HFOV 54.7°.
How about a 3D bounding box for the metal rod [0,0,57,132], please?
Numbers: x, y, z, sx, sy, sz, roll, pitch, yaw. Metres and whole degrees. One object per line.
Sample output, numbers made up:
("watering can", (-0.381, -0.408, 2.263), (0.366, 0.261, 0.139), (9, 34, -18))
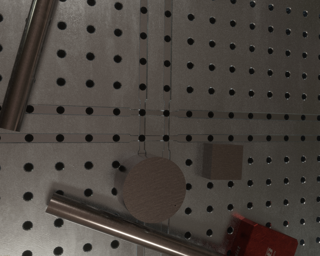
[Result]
("metal rod", (-0.136, -0.143, 0.362), (0.025, 0.025, 0.298), (15, 85, -20))

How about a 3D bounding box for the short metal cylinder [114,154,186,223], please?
("short metal cylinder", (-0.014, 0.074, 0.395), (0.081, 0.050, 0.079), (0, 90, -20))

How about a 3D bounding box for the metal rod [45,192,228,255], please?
("metal rod", (0.004, 0.148, 0.398), (0.302, 0.025, 0.025), (24, 82, -12))

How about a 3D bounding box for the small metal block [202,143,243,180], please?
("small metal block", (0.091, 0.048, 0.448), (0.050, 0.025, 0.050), (4, 89, -20))

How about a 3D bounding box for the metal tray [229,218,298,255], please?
("metal tray", (0.146, 0.214, 0.466), (0.090, 0.030, 0.130), (26, 81, -19))
